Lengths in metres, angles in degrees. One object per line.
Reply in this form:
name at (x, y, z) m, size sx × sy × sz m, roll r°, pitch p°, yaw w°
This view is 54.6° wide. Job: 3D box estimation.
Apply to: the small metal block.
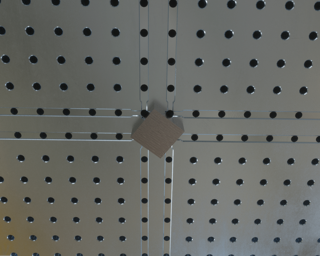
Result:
small metal block at (-0.003, 0.004, 0.415) m, size 0.050 × 0.025 × 0.050 m, roll 37°, pitch 106°, yaw -13°
